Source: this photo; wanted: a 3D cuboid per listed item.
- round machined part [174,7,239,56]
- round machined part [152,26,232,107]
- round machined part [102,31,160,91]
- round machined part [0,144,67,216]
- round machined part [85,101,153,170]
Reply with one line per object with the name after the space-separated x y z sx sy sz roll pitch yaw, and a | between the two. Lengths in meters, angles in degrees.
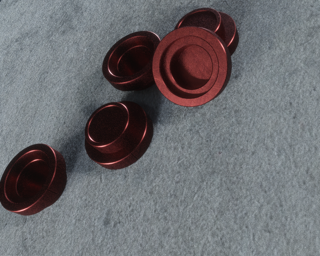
0.059 -0.132 0.442 0.098 0.042 0.098 -13 56 20 | round machined part
0.043 -0.078 0.396 0.098 0.042 0.097 6 106 24 | round machined part
-0.034 -0.095 0.468 0.098 0.042 0.098 -13 56 20 | round machined part
-0.172 0.074 0.435 0.098 0.042 0.098 -13 56 20 | round machined part
-0.062 0.004 0.422 0.098 0.042 0.098 -13 56 20 | round machined part
